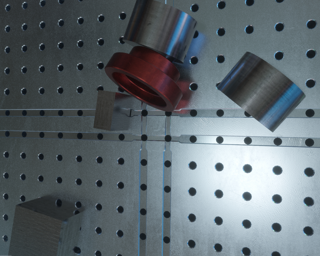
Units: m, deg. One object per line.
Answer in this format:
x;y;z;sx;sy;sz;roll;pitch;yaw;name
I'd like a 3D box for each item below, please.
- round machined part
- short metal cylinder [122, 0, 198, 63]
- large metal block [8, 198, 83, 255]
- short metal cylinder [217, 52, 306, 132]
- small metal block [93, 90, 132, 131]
-0.015;-0.064;0.381;0.098;0.098;0.042;27;80;17;round machined part
0.000;-0.118;0.383;0.080;0.080;0.050;23;98;18;short metal cylinder
-0.168;0.157;0.457;0.080;0.050;0.079;12;94;19;large metal block
0.111;-0.040;0.344;0.080;0.080;0.050;42;103;15;short metal cylinder
-0.063;-0.023;0.420;0.025;0.050;0.050;9;93;19;small metal block
